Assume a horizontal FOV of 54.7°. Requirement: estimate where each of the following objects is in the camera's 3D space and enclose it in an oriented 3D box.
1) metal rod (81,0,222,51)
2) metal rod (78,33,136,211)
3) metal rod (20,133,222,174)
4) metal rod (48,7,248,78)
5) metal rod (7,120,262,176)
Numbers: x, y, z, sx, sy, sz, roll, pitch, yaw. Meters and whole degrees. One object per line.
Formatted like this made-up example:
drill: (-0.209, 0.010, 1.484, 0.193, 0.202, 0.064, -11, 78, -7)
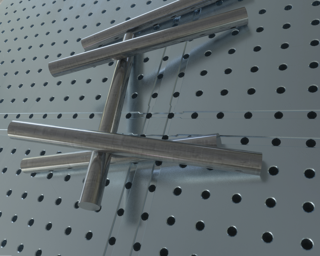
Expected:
metal rod: (0.000, -0.190, 0.523, 0.301, 0.025, 0.025, -15, 56, 19)
metal rod: (-0.065, -0.031, 0.437, 0.025, 0.025, 0.300, -10, 50, 22)
metal rod: (-0.068, 0.038, 0.418, 0.301, 0.025, 0.025, -8, 58, 23)
metal rod: (-0.022, -0.126, 0.463, 0.301, 0.025, 0.025, -13, 56, 8)
metal rod: (-0.039, 0.020, 0.362, 0.301, 0.025, 0.025, 7, 64, 12)
